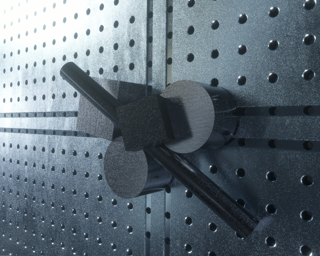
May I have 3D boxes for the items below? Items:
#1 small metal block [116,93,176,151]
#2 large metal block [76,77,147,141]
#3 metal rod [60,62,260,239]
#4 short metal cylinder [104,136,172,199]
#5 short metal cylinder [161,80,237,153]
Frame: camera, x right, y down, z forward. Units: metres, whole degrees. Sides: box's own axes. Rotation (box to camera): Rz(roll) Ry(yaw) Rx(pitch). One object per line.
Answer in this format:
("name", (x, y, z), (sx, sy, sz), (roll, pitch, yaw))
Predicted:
("small metal block", (-0.016, -0.005, 0.343), (0.050, 0.025, 0.050), (-18, 78, 20))
("large metal block", (-0.071, -0.029, 0.445), (0.080, 0.050, 0.079), (14, 99, 39))
("metal rod", (-0.013, 0.015, 0.369), (0.300, 0.025, 0.025), (40, 115, 17))
("short metal cylinder", (-0.029, 0.050, 0.412), (0.080, 0.050, 0.079), (0, 90, 40))
("short metal cylinder", (0.040, -0.012, 0.355), (0.080, 0.050, 0.079), (0, 90, 40))
